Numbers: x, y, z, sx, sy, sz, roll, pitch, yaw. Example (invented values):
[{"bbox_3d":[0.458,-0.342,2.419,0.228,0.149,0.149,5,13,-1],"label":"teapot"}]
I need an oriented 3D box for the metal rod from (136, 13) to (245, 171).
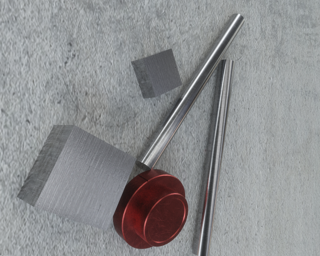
[{"bbox_3d":[0.054,-0.066,0.452,0.025,0.025,0.300,48,61,-30],"label":"metal rod"}]

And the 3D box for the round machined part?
[{"bbox_3d":[-0.004,0.103,0.378,0.099,0.042,0.097,-15,113,-37],"label":"round machined part"}]

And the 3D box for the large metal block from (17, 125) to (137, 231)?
[{"bbox_3d":[-0.083,0.051,0.320,0.080,0.050,0.080,34,69,-35],"label":"large metal block"}]

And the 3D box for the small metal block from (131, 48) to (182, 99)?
[{"bbox_3d":[-0.003,-0.071,0.404,0.050,0.025,0.050,-29,109,-36],"label":"small metal block"}]

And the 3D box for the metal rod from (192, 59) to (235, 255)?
[{"bbox_3d":[0.084,0.040,0.477,0.025,0.025,0.298,16,80,-39],"label":"metal rod"}]
